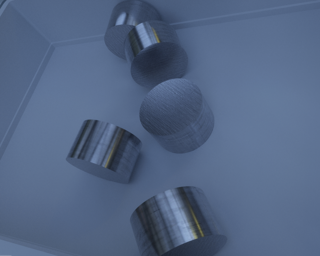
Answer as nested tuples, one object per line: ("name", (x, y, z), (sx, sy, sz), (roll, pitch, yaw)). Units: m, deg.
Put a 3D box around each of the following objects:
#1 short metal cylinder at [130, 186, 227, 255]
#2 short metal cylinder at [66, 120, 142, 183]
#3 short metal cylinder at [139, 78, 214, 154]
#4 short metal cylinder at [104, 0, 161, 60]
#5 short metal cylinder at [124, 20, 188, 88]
("short metal cylinder", (0.017, 0.100, 0.299), (0.080, 0.080, 0.050), (-31, 52, 8))
("short metal cylinder", (-0.068, 0.031, 0.386), (0.080, 0.080, 0.050), (6, 65, 30))
("short metal cylinder", (0.022, -0.015, 0.386), (0.080, 0.050, 0.080), (-13, 56, 20))
("short metal cylinder", (-0.041, -0.149, 0.482), (0.080, 0.080, 0.050), (-5, 60, 25))
("short metal cylinder", (-0.007, -0.102, 0.435), (0.080, 0.080, 0.050), (-27, 53, 11))
